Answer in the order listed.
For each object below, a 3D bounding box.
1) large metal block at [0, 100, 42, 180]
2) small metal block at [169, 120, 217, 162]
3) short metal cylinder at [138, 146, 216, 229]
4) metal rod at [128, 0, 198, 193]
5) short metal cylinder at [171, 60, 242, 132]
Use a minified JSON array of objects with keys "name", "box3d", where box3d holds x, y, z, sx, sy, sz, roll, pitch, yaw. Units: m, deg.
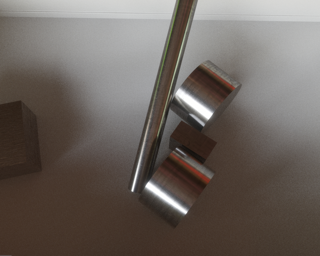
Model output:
[{"name":"large metal block","box3d":[-0.201,0.019,0.387,0.081,0.050,0.080,-12,71,-5]},{"name":"small metal block","box3d":[0.040,0.022,0.389,0.050,0.050,0.025,33,73,11]},{"name":"short metal cylinder","box3d":[0.020,0.067,0.356,0.050,0.080,0.080,36,74,12]},{"name":"metal rod","box3d":[0.010,-0.067,0.373,0.025,0.025,0.298,15,94,5]},{"name":"short metal cylinder","box3d":[0.058,-0.039,0.395,0.050,0.080,0.080,40,75,13]}]
